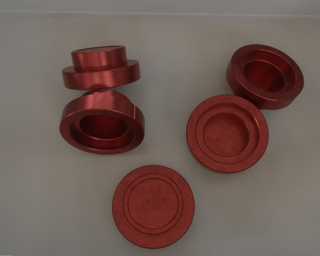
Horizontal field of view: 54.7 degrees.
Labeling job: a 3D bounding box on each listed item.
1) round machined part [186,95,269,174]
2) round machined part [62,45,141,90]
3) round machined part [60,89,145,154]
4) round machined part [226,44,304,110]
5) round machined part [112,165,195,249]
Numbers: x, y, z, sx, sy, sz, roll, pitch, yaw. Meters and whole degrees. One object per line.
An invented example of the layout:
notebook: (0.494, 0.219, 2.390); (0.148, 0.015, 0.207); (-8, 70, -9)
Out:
round machined part: (0.082, 0.010, 0.394); (0.099, 0.042, 0.098); (-1, 77, 3)
round machined part: (-0.076, -0.081, 0.398); (0.099, 0.098, 0.042); (-6, 110, -3)
round machined part: (-0.068, -0.010, 0.376); (0.099, 0.098, 0.042); (-1, 55, -1)
round machined part: (0.136, -0.063, 0.417); (0.099, 0.042, 0.098); (5, 57, -7)
round machined part: (-0.008, 0.091, 0.367); (0.099, 0.042, 0.098); (0, 70, -1)
